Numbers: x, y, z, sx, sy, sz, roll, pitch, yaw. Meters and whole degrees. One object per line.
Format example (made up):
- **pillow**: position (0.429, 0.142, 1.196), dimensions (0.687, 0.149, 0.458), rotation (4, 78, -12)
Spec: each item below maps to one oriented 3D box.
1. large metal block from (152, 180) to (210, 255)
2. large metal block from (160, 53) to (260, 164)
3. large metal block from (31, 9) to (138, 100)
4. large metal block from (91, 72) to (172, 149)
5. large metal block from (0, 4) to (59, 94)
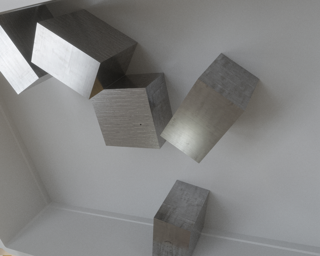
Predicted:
- **large metal block**: position (0.030, 0.135, 0.440), dimensions (0.050, 0.080, 0.079), rotation (15, 125, 19)
- **large metal block**: position (0.054, -0.023, 0.330), dimensions (0.050, 0.080, 0.079), rotation (36, 129, 4)
- **large metal block**: position (-0.086, -0.089, 0.362), dimensions (0.080, 0.080, 0.050), rotation (33, 128, 6)
- **large metal block**: position (-0.034, -0.022, 0.395), dimensions (0.080, 0.050, 0.079), rotation (1, 119, 27)
- **large metal block**: position (-0.163, -0.101, 0.394), dimensions (0.050, 0.080, 0.080), rotation (-23, 106, 36)
